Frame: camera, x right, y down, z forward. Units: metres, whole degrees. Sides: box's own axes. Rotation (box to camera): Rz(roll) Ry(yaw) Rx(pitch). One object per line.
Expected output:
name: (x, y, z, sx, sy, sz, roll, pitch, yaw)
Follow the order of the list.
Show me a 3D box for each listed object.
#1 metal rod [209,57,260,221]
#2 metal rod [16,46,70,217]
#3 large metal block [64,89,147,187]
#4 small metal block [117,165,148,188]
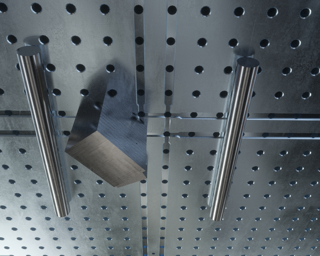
metal rod: (0.099, 0.039, 0.446, 0.025, 0.025, 0.298, 0, 130, 0)
metal rod: (-0.155, 0.029, 0.433, 0.025, 0.025, 0.298, 3, 130, -3)
large metal block: (-0.062, 0.012, 0.385, 0.050, 0.080, 0.080, -31, 124, 23)
small metal block: (-0.053, 0.058, 0.461, 0.050, 0.025, 0.050, -20, 128, 16)
